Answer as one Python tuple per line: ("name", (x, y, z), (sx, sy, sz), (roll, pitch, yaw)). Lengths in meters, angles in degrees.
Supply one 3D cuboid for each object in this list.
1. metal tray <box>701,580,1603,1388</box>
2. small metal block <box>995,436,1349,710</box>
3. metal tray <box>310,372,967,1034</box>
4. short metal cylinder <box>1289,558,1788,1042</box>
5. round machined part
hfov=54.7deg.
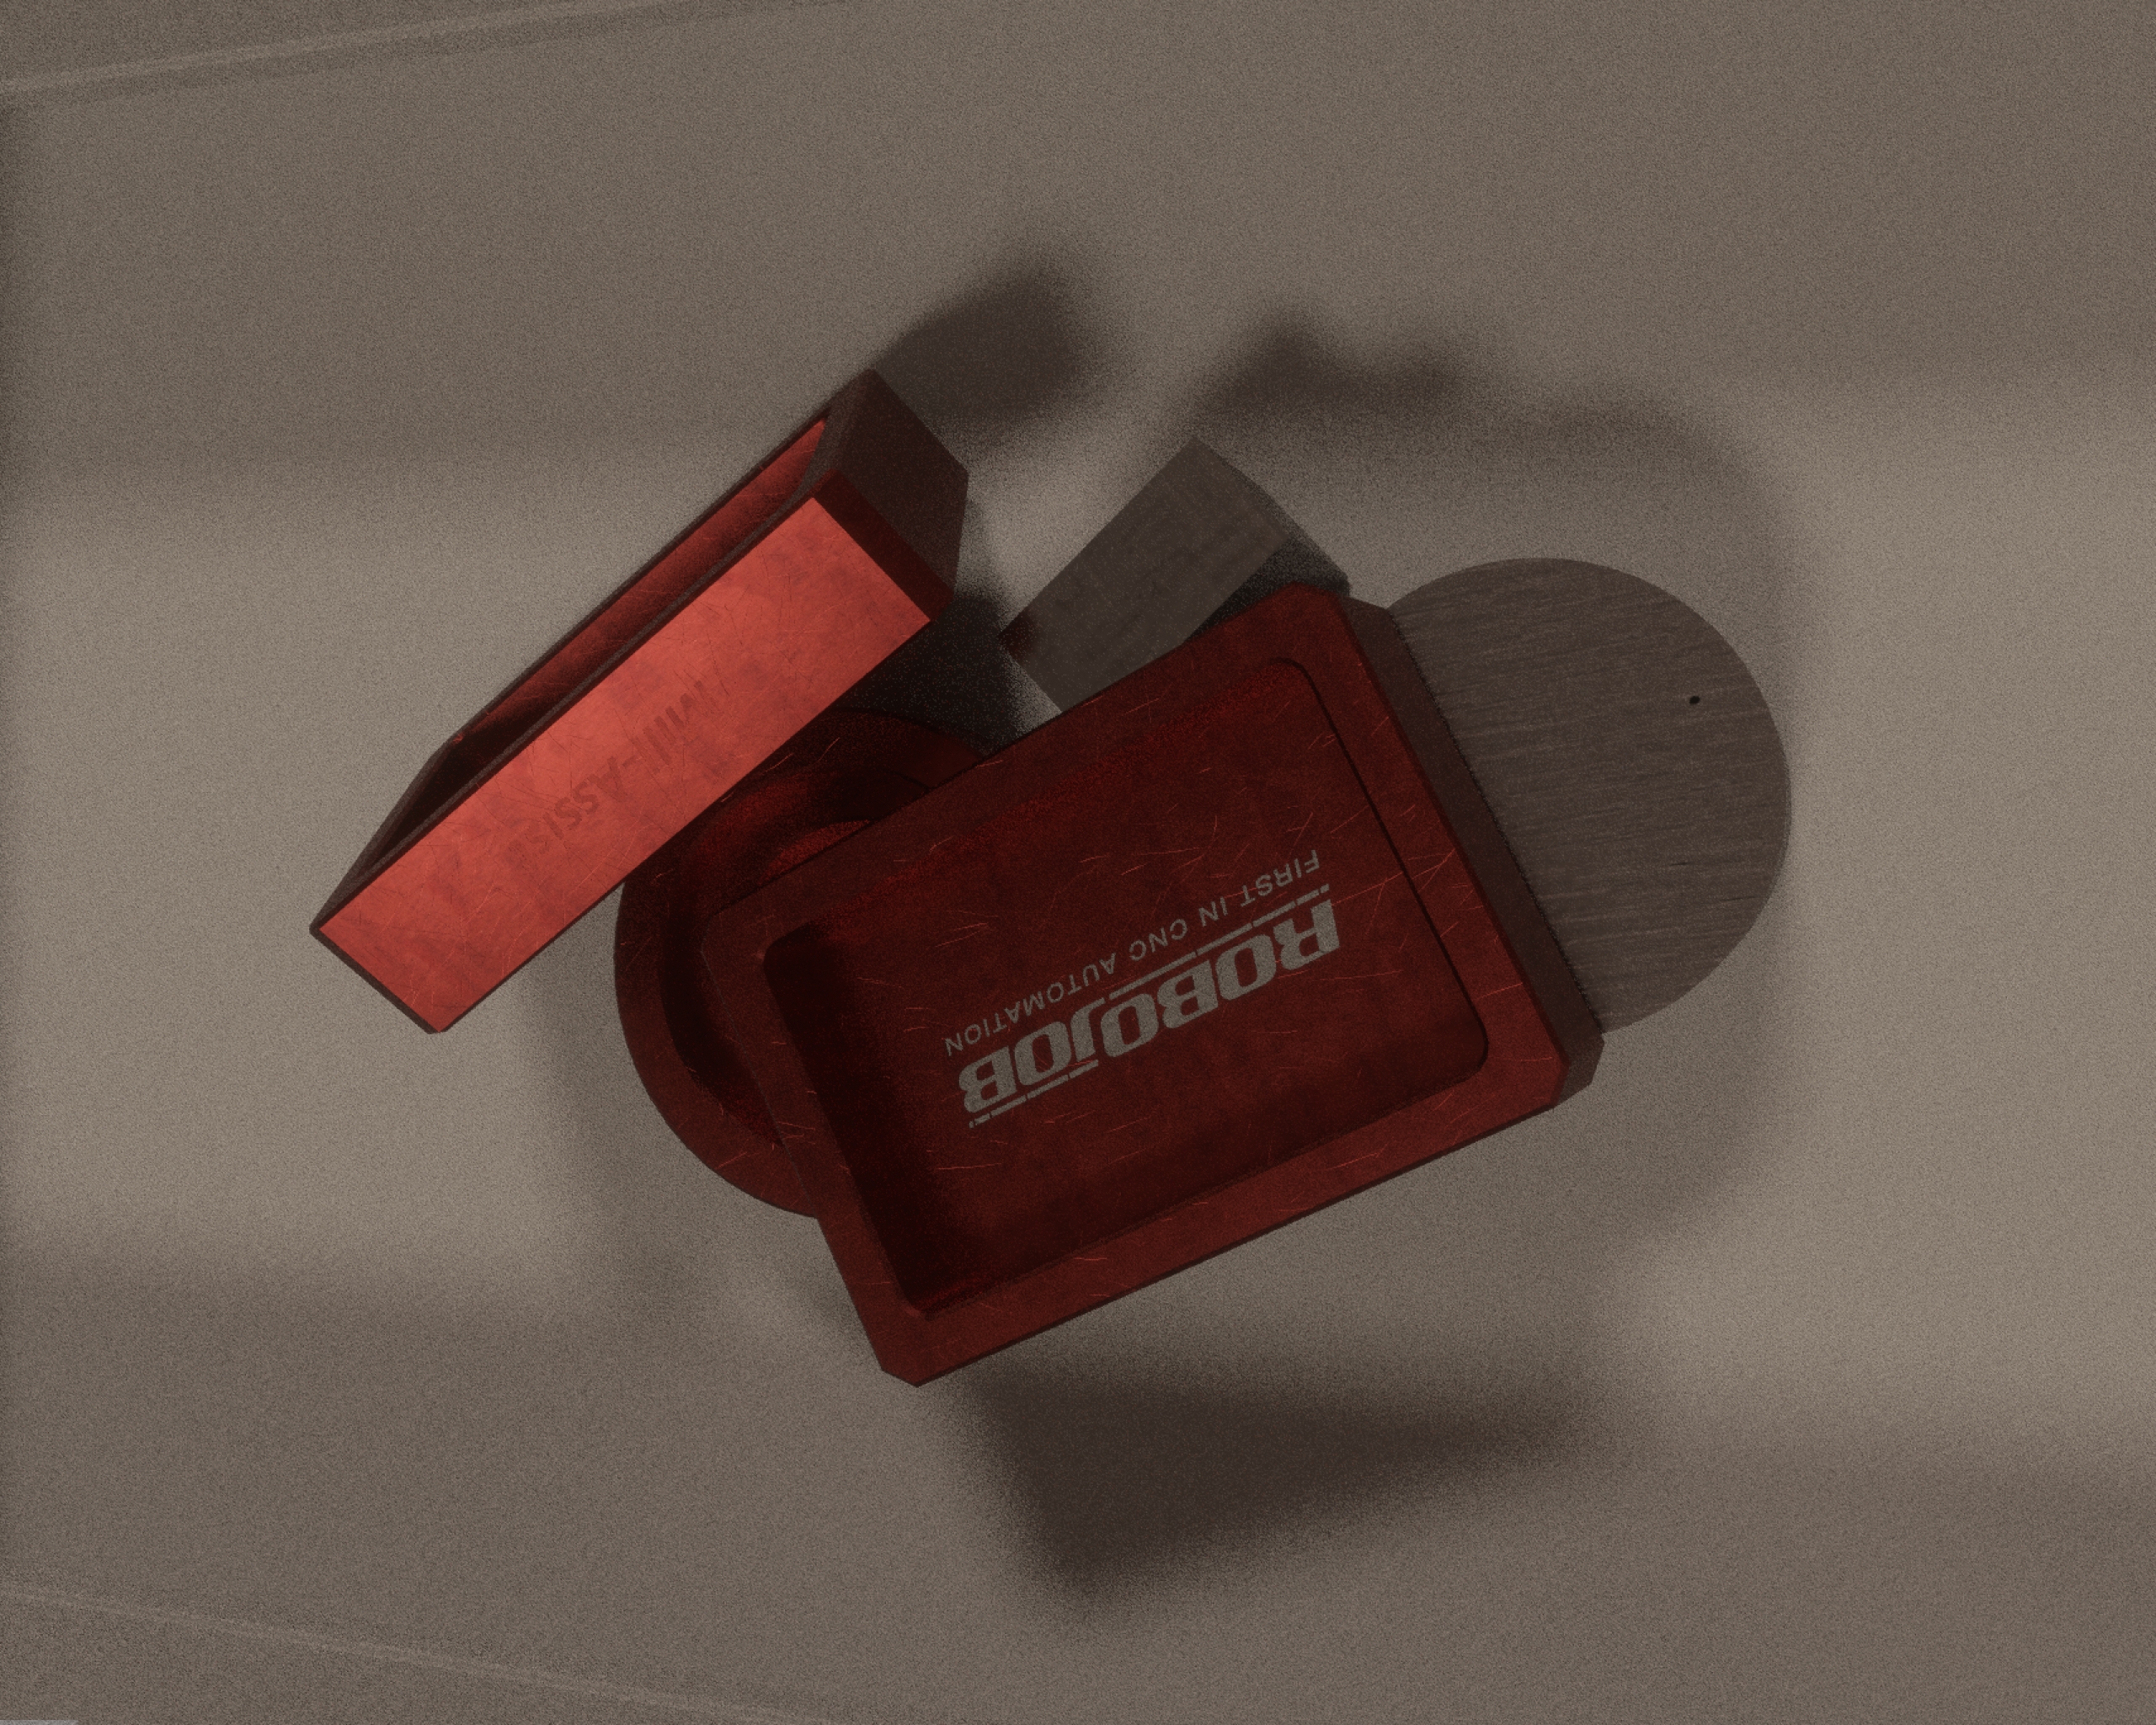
("metal tray", (0.009, 0.022, 0.352), (0.130, 0.030, 0.090), (-28, 80, 22))
("small metal block", (0.019, -0.048, 0.388), (0.050, 0.050, 0.025), (-44, 77, 13))
("metal tray", (-0.080, -0.033, 0.400), (0.130, 0.090, 0.030), (-38, 110, 15))
("short metal cylinder", (0.082, -0.010, 0.366), (0.080, 0.050, 0.079), (0, 90, 19))
("round machined part", (-0.038, 0.019, 0.413), (0.098, 0.042, 0.097), (0, 90, 19))
